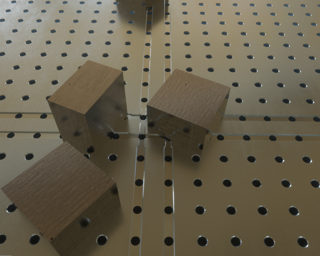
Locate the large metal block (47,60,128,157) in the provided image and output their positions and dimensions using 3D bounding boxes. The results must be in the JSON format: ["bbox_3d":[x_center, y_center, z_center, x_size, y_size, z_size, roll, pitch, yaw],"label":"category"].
[{"bbox_3d":[-0.086,-0.025,0.392,0.050,0.080,0.080,21,53,16],"label":"large metal block"}]

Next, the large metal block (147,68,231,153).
[{"bbox_3d":[0.038,-0.025,0.413,0.080,0.050,0.080,23,54,18],"label":"large metal block"}]

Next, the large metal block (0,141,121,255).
[{"bbox_3d":[-0.101,0.073,0.329,0.080,0.050,0.080,34,58,25],"label":"large metal block"}]

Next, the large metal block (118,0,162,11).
[{"bbox_3d":[-0.037,-0.293,0.637,0.080,0.050,0.080,29,56,22],"label":"large metal block"}]
